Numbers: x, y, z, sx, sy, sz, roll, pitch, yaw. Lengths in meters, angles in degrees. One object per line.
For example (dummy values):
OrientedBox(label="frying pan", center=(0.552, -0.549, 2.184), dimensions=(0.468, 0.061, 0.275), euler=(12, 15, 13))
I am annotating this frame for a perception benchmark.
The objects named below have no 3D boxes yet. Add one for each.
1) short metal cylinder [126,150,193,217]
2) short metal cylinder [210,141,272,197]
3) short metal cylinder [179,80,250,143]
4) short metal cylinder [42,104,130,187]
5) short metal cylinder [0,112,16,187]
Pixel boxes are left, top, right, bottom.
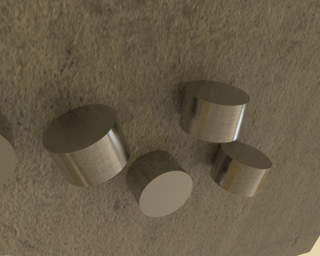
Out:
OrientedBox(label="short metal cylinder", center=(-0.001, 0.079, 0.441), dimensions=(0.081, 0.050, 0.079), euler=(-14, 125, -21))
OrientedBox(label="short metal cylinder", center=(0.124, 0.061, 0.479), dimensions=(0.081, 0.080, 0.050), euler=(4, 117, -31))
OrientedBox(label="short metal cylinder", center=(0.068, -0.023, 0.396), dimensions=(0.081, 0.080, 0.050), euler=(-6, 121, -26))
OrientedBox(label="short metal cylinder", center=(-0.079, 0.017, 0.340), dimensions=(0.080, 0.080, 0.050), euler=(-27, 128, -12))
OrientedBox(label="short metal cylinder", center=(-0.186, 0.021, 0.302), dimensions=(0.081, 0.050, 0.079), euler=(-14, 125, -21))
